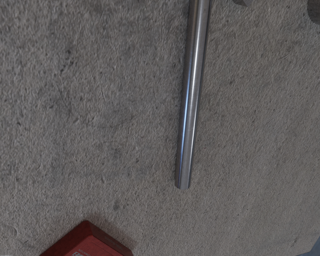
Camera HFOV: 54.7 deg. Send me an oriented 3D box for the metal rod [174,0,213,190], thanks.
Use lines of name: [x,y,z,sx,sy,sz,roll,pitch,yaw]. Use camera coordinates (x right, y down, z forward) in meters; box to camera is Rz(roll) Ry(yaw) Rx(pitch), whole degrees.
metal rod: [0.041,-0.040,0.405,0.025,0.025,0.298,-12,124,-23]

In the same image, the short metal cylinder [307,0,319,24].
short metal cylinder: [0.252,-0.177,0.422,0.081,0.050,0.079,-14,125,-21]

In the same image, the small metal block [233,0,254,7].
small metal block: [0.097,-0.177,0.352,0.050,0.025,0.050,34,99,-39]

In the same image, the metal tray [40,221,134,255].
metal tray: [-0.106,0.206,0.474,0.090,0.030,0.130,-39,130,-2]
